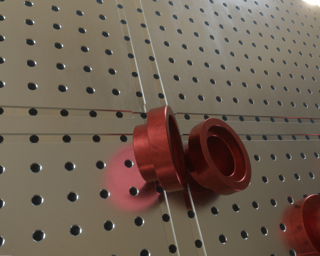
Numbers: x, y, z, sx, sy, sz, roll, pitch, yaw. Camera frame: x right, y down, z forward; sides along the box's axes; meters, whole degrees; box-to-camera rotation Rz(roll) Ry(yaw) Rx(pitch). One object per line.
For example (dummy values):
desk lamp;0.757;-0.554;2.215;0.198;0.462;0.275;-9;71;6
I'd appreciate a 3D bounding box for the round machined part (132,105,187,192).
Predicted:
round machined part;0.000;0.026;0.358;0.042;0.098;0.098;-13;61;11

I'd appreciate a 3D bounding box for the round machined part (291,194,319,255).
round machined part;0.239;0.141;0.439;0.099;0.042;0.098;13;56;-21

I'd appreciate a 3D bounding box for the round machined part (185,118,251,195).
round machined part;0.070;0.040;0.399;0.098;0.042;0.098;26;48;-33
